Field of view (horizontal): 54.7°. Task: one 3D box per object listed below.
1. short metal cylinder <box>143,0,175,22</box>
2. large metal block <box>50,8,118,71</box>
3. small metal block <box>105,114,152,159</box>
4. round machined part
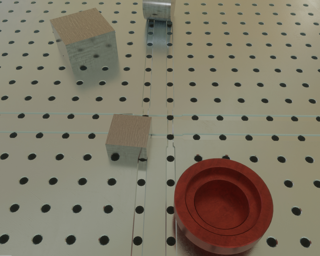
[{"bbox_3d":[0.001,-0.241,0.574,0.050,0.080,0.080,7,51,6],"label":"short metal cylinder"},{"bbox_3d":[-0.126,-0.149,0.516,0.081,0.050,0.080,-23,54,-19],"label":"large metal block"},{"bbox_3d":[-0.038,0.010,0.398,0.050,0.025,0.050,5,50,4],"label":"small metal block"},{"bbox_3d":[0.064,0.084,0.327,0.099,0.042,0.098,0,50,0],"label":"round machined part"}]
